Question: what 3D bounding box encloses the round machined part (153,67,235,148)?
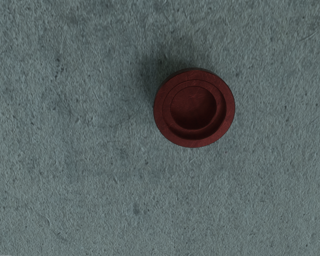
[{"bbox_3d":[0.041,-0.028,0.391,0.099,0.042,0.097,0,110,0],"label":"round machined part"}]
